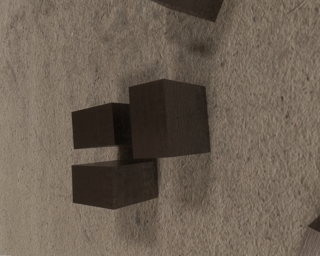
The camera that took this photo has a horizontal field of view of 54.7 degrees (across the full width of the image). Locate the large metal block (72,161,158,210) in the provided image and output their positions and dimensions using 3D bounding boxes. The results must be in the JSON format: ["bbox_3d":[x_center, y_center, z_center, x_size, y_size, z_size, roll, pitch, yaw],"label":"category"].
[{"bbox_3d":[-0.060,0.072,0.416,0.080,0.081,0.050,-4,88,39],"label":"large metal block"}]

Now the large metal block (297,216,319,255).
[{"bbox_3d":[0.157,0.131,0.258,0.080,0.050,0.079,23,105,37],"label":"large metal block"}]

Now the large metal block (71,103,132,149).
[{"bbox_3d":[-0.059,-0.001,0.416,0.080,0.081,0.050,-8,85,39],"label":"large metal block"}]

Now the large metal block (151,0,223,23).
[{"bbox_3d":[0.035,-0.178,0.359,0.080,0.050,0.079,32,110,35],"label":"large metal block"}]

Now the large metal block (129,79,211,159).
[{"bbox_3d":[0.013,-0.008,0.357,0.050,0.081,0.080,-7,86,39],"label":"large metal block"}]
